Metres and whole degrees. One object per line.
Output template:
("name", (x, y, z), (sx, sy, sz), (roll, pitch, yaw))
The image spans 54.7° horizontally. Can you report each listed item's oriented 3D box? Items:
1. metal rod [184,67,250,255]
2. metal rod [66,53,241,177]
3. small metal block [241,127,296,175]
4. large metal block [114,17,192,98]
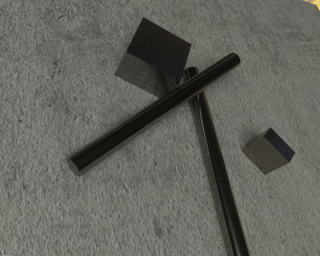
("metal rod", (0.073, 0.043, 0.418), (0.025, 0.025, 0.299), (4, 60, -27))
("metal rod", (0.012, -0.033, 0.409), (0.302, 0.025, 0.025), (-35, 82, -32))
("small metal block", (0.158, 0.035, 0.454), (0.050, 0.050, 0.025), (47, 51, 4))
("large metal block", (-0.009, -0.099, 0.445), (0.080, 0.050, 0.080), (26, 52, -12))
